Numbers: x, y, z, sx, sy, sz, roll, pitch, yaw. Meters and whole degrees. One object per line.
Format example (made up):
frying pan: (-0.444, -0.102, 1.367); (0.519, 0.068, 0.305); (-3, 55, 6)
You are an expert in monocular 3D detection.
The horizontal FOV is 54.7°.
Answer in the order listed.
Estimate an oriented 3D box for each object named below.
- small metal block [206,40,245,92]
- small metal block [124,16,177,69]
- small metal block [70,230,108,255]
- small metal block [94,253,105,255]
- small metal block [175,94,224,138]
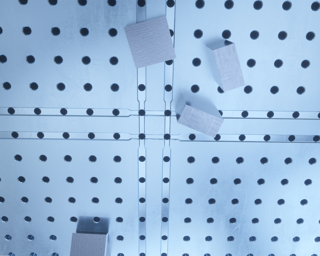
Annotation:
small metal block: (0.078, -0.076, 0.373); (0.025, 0.050, 0.050); (-18, 109, 6)
small metal block: (-0.011, -0.104, 0.375); (0.050, 0.025, 0.050); (-14, 110, 4)
small metal block: (-0.107, 0.184, 0.468); (0.050, 0.025, 0.050); (4, 79, -2)
small metal block: (-0.102, 0.237, 0.486); (0.025, 0.050, 0.050); (22, 109, -8)
small metal block: (0.049, -0.016, 0.395); (0.050, 0.050, 0.025); (22, 109, -8)
